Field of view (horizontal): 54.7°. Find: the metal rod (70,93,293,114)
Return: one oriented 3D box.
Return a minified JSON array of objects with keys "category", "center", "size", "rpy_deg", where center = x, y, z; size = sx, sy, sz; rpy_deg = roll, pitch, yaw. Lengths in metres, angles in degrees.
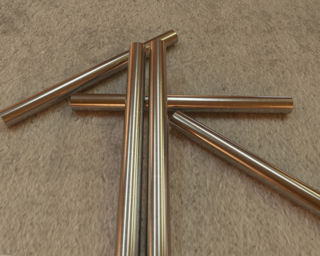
[{"category":"metal rod","center":[0.030,-0.034,0.431],"size":[0.302,0.025,0.025],"rpy_deg":[1,50,0]}]

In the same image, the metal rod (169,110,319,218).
[{"category":"metal rod","center":[0.137,0.060,0.354],"size":[0.300,0.025,0.025],"rpy_deg":[32,57,23]}]

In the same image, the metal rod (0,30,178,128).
[{"category":"metal rod","center":[-0.092,-0.084,0.472],"size":[0.302,0.025,0.025],"rpy_deg":[-33,58,-25]}]

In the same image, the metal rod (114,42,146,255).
[{"category":"metal rod","center":[-0.032,0.009,0.372],"size":[0.025,0.025,0.299],"rpy_deg":[0,57,0]}]

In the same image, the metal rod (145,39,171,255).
[{"category":"metal rod","center":[-0.002,0.005,0.375],"size":[0.025,0.025,0.299],"rpy_deg":[0,57,-1]}]
